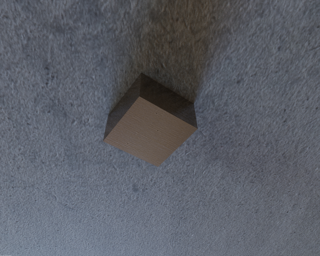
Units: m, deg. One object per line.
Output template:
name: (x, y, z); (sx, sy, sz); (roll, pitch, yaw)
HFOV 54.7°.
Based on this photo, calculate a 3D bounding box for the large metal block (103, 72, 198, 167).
large metal block: (-0.012, -0.008, 0.384); (0.080, 0.050, 0.080); (28, 125, -22)
